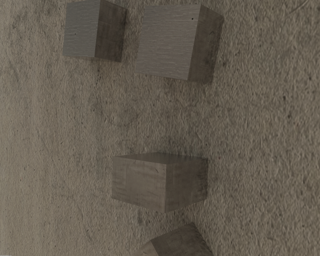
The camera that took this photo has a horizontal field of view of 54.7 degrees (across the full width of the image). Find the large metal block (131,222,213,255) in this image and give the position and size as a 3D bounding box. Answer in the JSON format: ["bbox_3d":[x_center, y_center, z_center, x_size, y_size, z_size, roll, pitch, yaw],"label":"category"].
[{"bbox_3d":[0.005,0.162,0.365,0.080,0.081,0.050,-48,62,29],"label":"large metal block"}]

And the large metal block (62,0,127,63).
[{"bbox_3d":[-0.100,-0.145,0.472,0.080,0.050,0.079,13,98,39],"label":"large metal block"}]

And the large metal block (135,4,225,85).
[{"bbox_3d":[0.022,-0.099,0.371,0.080,0.050,0.079,16,100,39],"label":"large metal block"}]

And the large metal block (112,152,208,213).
[{"bbox_3d":[0.001,0.060,0.369,0.080,0.081,0.050,3,92,40],"label":"large metal block"}]
